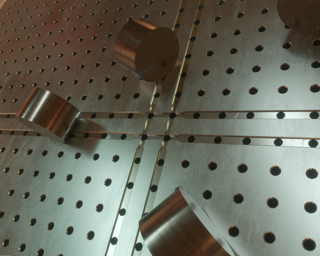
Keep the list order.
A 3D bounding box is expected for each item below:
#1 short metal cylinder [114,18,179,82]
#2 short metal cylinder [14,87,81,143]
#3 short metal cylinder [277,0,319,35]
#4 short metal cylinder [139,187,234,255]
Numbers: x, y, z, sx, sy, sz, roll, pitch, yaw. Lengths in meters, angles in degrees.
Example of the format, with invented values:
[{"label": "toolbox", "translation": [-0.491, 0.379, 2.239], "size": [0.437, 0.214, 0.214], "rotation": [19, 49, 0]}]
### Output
[{"label": "short metal cylinder", "translation": [-0.019, -0.114, 0.453], "size": [0.080, 0.080, 0.050], "rotation": [-49, 51, -6]}, {"label": "short metal cylinder", "translation": [-0.170, -0.019, 0.474], "size": [0.080, 0.080, 0.050], "rotation": [13, 69, 33]}, {"label": "short metal cylinder", "translation": [0.189, -0.158, 0.371], "size": [0.080, 0.080, 0.050], "rotation": [17, 71, 34]}, {"label": "short metal cylinder", "translation": [0.025, 0.104, 0.296], "size": [0.050, 0.080, 0.080], "rotation": [-40, 51, 1]}]
